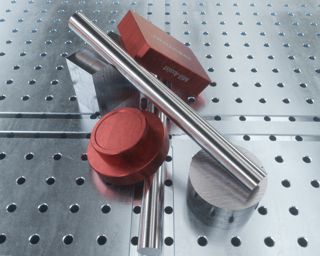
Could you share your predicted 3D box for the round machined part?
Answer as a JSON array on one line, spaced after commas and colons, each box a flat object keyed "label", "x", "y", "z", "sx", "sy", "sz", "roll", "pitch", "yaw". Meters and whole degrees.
[{"label": "round machined part", "x": -0.041, "y": 0.014, "z": 0.364, "sx": 0.098, "sy": 0.042, "sz": 0.098, "roll": -11, "pitch": 49, "yaw": 13}]

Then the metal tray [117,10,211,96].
[{"label": "metal tray", "x": 0.008, "y": -0.104, "z": 0.441, "sx": 0.131, "sy": 0.030, "sz": 0.090, "roll": 20, "pitch": 35, "yaw": -41}]

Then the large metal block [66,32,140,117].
[{"label": "large metal block", "x": -0.075, "y": -0.074, "z": 0.434, "sx": 0.050, "sy": 0.080, "sz": 0.080, "roll": 34, "pitch": 58, "yaw": 25}]

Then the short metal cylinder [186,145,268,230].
[{"label": "short metal cylinder", "x": 0.070, "y": 0.063, "z": 0.340, "sx": 0.081, "sy": 0.050, "sz": 0.080, "roll": 0, "pitch": 50, "yaw": 0}]

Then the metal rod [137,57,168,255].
[{"label": "metal rod", "x": -0.004, "y": 0.007, "z": 0.401, "sx": 0.025, "sy": 0.025, "sz": 0.300, "roll": 2, "pitch": 50, "yaw": 1}]

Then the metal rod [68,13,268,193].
[{"label": "metal rod", "x": -0.007, "y": -0.043, "z": 0.352, "sx": 0.025, "sy": 0.025, "sz": 0.300, "roll": -36, "pitch": 67, "yaw": -26}]
